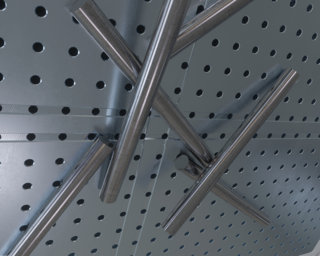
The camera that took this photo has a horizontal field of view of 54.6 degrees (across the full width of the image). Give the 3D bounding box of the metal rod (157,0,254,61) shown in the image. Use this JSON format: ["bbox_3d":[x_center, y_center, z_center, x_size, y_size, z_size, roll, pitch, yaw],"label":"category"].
[{"bbox_3d":[0.121,-0.174,0.369,0.301,0.025,0.025,-36,129,-4],"label":"metal rod"}]

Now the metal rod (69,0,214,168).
[{"bbox_3d":[0.001,-0.032,0.390,0.025,0.025,0.300,-42,129,0],"label":"metal rod"}]

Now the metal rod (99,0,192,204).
[{"bbox_3d":[-0.023,-0.023,0.355,0.025,0.025,0.298,3,126,-30],"label":"metal rod"}]

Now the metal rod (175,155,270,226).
[{"bbox_3d":[0.125,0.122,0.553,0.025,0.025,0.301,-48,129,6],"label":"metal rod"}]

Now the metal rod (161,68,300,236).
[{"bbox_3d":[0.106,0.033,0.460,0.300,0.025,0.025,-51,129,-3],"label":"metal rod"}]

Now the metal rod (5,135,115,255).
[{"bbox_3d":[-0.159,0.132,0.405,0.025,0.025,0.299,33,100,-38],"label":"metal rod"}]
